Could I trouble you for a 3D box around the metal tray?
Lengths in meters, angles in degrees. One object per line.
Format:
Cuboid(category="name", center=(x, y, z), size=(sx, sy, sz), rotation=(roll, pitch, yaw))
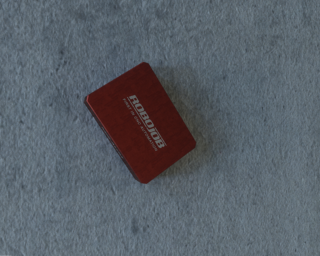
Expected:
Cuboid(category="metal tray", center=(-0.023, -0.006, 0.397), size=(0.090, 0.030, 0.130), rotation=(-35, 102, -17))
